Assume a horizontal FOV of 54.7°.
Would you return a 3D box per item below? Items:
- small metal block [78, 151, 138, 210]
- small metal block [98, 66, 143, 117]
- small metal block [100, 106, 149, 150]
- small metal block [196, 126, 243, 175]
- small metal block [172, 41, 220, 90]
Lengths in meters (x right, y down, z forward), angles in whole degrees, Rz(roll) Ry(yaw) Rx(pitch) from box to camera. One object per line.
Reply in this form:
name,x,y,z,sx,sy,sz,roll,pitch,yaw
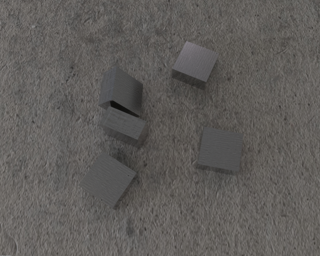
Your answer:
small metal block,-0.063,0.065,0.384,0.050,0.025,0.050,31,73,10
small metal block,-0.050,-0.044,0.405,0.025,0.050,0.050,-18,57,36
small metal block,-0.044,0.001,0.394,0.050,0.050,0.025,23,74,8
small metal block,0.076,0.030,0.398,0.050,0.025,0.050,11,70,4
small metal block,0.050,-0.089,0.441,0.050,0.025,0.050,23,72,8
